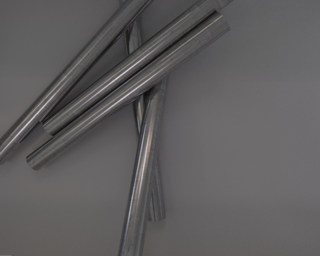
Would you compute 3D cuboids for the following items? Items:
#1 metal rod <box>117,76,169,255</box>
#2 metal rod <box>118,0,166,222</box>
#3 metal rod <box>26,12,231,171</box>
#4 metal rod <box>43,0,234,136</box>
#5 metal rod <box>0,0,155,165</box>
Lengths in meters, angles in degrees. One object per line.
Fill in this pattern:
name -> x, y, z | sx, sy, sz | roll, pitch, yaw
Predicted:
metal rod -> -0.019, 0.053, 0.350 | 0.025, 0.025, 0.299 | 9, 65, 0
metal rod -> -0.024, -0.028, 0.411 | 0.025, 0.025, 0.298 | -7, 90, 0
metal rod -> -0.046, -0.039, 0.384 | 0.300, 0.025, 0.025 | -35, 90, 10
metal rod -> -0.026, -0.084, 0.383 | 0.300, 0.025, 0.025 | -35, 90, 11
metal rod -> -0.113, -0.067, 0.395 | 0.025, 0.025, 0.300 | 44, 96, 0
